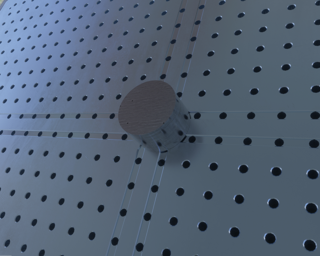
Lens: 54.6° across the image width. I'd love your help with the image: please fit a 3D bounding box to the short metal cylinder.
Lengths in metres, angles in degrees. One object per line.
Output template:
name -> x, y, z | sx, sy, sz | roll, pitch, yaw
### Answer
short metal cylinder -> -0.007, -0.015, 0.406 | 0.080, 0.050, 0.080 | -13, 56, 21
